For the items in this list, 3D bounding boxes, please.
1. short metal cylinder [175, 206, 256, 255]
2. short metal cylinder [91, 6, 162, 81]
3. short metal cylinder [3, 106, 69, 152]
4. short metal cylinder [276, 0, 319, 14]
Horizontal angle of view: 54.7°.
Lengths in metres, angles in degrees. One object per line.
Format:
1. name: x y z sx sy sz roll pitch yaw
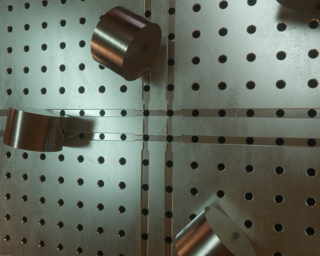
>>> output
1. short metal cylinder: 0.065 0.139 0.360 0.080 0.080 0.050 45 104 14
2. short metal cylinder: -0.042 -0.107 0.398 0.050 0.080 0.080 33 101 17
3. short metal cylinder: -0.177 0.001 0.446 0.080 0.080 0.050 13 95 19
4. short metal cylinder: 0.168 -0.158 0.324 0.080 0.080 0.050 17 96 19
